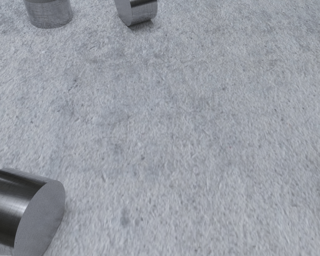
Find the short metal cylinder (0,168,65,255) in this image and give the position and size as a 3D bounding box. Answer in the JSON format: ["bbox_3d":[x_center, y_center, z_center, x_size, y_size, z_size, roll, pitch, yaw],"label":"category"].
[{"bbox_3d":[-0.135,0.083,0.296,0.050,0.080,0.080,13,51,10],"label":"short metal cylinder"}]

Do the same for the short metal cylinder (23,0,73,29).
[{"bbox_3d":[-0.208,-0.229,0.577,0.081,0.050,0.080,0,50,0],"label":"short metal cylinder"}]

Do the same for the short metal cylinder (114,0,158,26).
[{"bbox_3d":[-0.046,-0.233,0.562,0.050,0.080,0.080,-23,54,-18],"label":"short metal cylinder"}]
